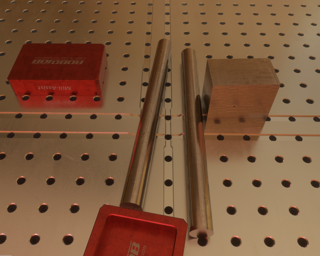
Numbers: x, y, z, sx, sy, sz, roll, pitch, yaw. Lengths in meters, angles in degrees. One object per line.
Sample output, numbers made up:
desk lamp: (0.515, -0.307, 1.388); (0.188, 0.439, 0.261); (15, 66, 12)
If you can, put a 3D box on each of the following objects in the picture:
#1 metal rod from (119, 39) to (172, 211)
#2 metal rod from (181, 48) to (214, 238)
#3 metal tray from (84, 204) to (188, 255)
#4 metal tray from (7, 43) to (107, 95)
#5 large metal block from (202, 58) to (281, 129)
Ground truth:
metal rod: (-0.011, -0.027, 0.430); (0.025, 0.025, 0.300); (6, 50, 5)
metal rod: (0.045, -0.007, 0.413); (0.025, 0.025, 0.300); (1, 50, 0)
metal tray: (-0.029, 0.142, 0.284); (0.090, 0.030, 0.130); (9, 50, 7)
metal tray: (-0.154, -0.093, 0.480); (0.131, 0.030, 0.090); (0, 50, -1)
large metal block: (0.101, -0.044, 0.411); (0.081, 0.080, 0.050); (-1, 50, -2)
